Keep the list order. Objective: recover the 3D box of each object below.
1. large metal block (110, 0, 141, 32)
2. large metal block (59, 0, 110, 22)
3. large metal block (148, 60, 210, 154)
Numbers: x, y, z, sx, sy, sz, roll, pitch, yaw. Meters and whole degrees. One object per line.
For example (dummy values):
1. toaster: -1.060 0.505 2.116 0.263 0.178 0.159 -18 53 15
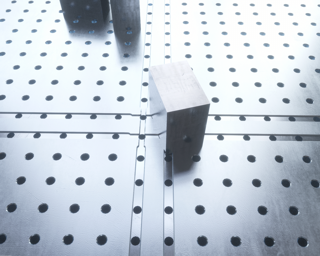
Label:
1. large metal block: -0.067 -0.237 0.570 0.050 0.080 0.080 -7 51 -6
2. large metal block: -0.140 -0.255 0.604 0.080 0.050 0.080 8 50 6
3. large metal block: 0.021 -0.026 0.394 0.050 0.080 0.080 -12 51 -10
